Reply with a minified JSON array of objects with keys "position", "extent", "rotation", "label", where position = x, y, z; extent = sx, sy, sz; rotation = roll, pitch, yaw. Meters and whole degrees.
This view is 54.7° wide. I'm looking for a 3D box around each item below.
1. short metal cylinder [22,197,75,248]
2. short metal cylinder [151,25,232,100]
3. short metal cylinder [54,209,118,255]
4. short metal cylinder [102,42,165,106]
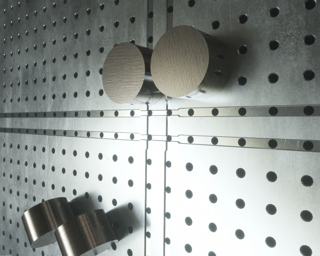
[{"position":[-0.186,0.161,0.528],"extent":[0.080,0.081,0.050],"rotation":[-45,63,30],"label":"short metal cylinder"},{"position":[0.036,-0.074,0.364],"extent":[0.080,0.050,0.079],"rotation":[0,90,40],"label":"short metal cylinder"},{"position":[-0.110,0.164,0.465],"extent":[0.080,0.081,0.050],"rotation":[-44,64,31],"label":"short metal cylinder"},{"position":[-0.033,-0.071,0.420],"extent":[0.080,0.050,0.079],"rotation":[0,90,40],"label":"short metal cylinder"}]
